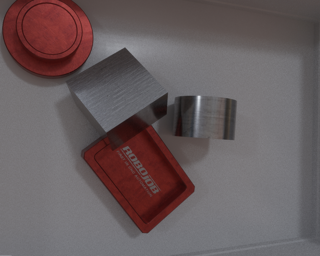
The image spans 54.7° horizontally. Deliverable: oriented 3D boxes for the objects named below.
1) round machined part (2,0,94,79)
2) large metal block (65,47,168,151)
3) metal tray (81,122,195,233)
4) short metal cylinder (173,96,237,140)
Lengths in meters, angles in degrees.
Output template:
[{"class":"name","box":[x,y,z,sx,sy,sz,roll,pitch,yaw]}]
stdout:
[{"class":"round machined part","box":[-0.126,-0.108,0.355,0.099,0.042,0.097,0,90,-21]},{"class":"large metal block","box":[-0.048,-0.034,0.361,0.080,0.050,0.080,-35,69,-17]},{"class":"metal tray","box":[-0.026,0.056,0.399,0.090,0.030,0.130,-38,103,-16]},{"class":"short metal cylinder","box":[0.058,-0.012,0.404,0.081,0.080,0.050,4,89,-20]}]
